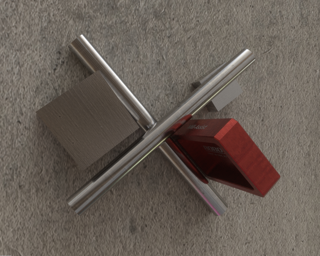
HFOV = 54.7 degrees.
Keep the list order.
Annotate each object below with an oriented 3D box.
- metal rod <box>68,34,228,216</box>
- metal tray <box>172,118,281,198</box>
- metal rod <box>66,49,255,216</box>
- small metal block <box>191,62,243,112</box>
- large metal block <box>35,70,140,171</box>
[{"bbox_3d":[-0.007,0.006,0.409,0.025,0.025,0.300,-44,104,-15],"label":"metal rod"},{"bbox_3d":[0.073,0.032,0.382,0.030,0.130,0.090,-44,104,-14],"label":"metal tray"},{"bbox_3d":[0.012,-0.005,0.389,0.301,0.025,0.025,-41,103,-16],"label":"metal rod"},{"bbox_3d":[0.082,-0.058,0.442,0.050,0.025,0.050,-37,102,-16],"label":"small metal block"},{"bbox_3d":[-0.085,-0.009,0.365,0.080,0.050,0.080,-39,103,-16],"label":"large metal block"}]
